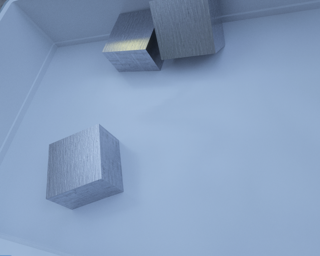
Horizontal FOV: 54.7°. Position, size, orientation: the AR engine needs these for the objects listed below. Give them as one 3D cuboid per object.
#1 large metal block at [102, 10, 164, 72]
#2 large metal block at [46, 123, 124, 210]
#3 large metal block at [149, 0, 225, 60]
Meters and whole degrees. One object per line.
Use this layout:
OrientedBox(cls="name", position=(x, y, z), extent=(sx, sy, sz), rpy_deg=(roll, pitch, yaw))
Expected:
OrientedBox(cls="large metal block", position=(-0.033, -0.137, 0.491), extent=(0.080, 0.050, 0.080), rpy_deg=(4, 64, 30))
OrientedBox(cls="large metal block", position=(-0.099, 0.052, 0.410), extent=(0.080, 0.050, 0.080), rpy_deg=(-22, 54, 15))
OrientedBox(cls="large metal block", position=(0.040, -0.144, 0.429), extent=(0.080, 0.080, 0.050), rpy_deg=(-1, 26, 28))
